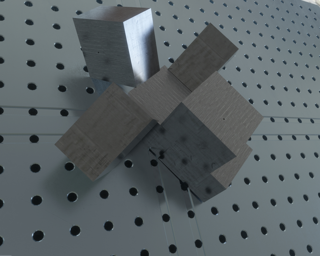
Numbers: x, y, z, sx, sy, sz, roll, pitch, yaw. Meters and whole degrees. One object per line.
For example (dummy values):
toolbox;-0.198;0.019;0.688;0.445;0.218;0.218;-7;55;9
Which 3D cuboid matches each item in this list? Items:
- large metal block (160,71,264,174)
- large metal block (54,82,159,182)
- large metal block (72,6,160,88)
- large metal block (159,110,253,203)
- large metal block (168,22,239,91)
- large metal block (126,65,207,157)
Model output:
large metal block;0.062;-0.008;0.364;0.080;0.050;0.080;45;50;2
large metal block;-0.049;0.003;0.324;0.050;0.080;0.080;44;93;3
large metal block;-0.052;-0.103;0.388;0.080;0.080;0.050;17;43;31
large metal block;0.060;0.034;0.402;0.080;0.050;0.080;44;50;4
large metal block;0.062;-0.095;0.443;0.050;0.080;0.080;44;11;2
large metal block;0.002;-0.023;0.407;0.080;0.050;0.080;44;51;2
